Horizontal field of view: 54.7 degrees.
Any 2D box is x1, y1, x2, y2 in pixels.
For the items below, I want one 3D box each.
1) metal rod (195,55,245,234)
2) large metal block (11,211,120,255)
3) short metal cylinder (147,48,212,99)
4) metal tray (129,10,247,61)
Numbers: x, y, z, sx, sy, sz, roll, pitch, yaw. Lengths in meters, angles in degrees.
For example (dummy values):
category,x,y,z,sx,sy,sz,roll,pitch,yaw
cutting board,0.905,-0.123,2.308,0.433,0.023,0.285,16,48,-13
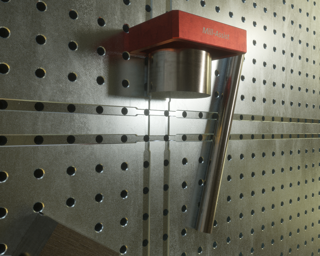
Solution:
category,x,y,z,sx,sy,sz,roll,pitch,yaw
metal rod,0.098,0.012,0.490,0.025,0.025,0.299,21,77,-38
large metal block,-0.101,0.142,0.308,0.080,0.050,0.080,43,64,-32
short metal cylinder,0.025,-0.066,0.394,0.081,0.080,0.050,2,89,-40
metal tray,0.037,-0.111,0.397,0.131,0.090,0.030,-2,92,-40
